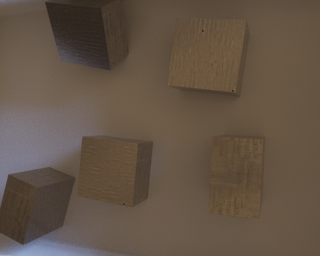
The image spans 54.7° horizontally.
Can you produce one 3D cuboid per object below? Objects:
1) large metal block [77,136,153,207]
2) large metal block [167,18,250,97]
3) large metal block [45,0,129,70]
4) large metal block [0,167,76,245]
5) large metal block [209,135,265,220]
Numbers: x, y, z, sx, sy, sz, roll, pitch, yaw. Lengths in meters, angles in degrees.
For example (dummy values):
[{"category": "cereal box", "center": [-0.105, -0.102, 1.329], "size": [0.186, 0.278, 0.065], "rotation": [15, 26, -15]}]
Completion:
[{"category": "large metal block", "center": [-0.059, 0.054, 0.418], "size": [0.080, 0.050, 0.079], "rotation": [6, 92, 20]}, {"category": "large metal block", "center": [0.060, -0.084, 0.376], "size": [0.080, 0.050, 0.079], "rotation": [9, 93, 19]}, {"category": "large metal block", "center": [-0.093, -0.130, 0.410], "size": [0.080, 0.050, 0.079], "rotation": [13, 131, 19]}, {"category": "large metal block", "center": [-0.175, 0.106, 0.443], "size": [0.050, 0.080, 0.080], "rotation": [18, 96, 19]}, {"category": "large metal block", "center": [0.089, 0.050, 0.350], "size": [0.050, 0.080, 0.079], "rotation": [3, 91, 20]}]
